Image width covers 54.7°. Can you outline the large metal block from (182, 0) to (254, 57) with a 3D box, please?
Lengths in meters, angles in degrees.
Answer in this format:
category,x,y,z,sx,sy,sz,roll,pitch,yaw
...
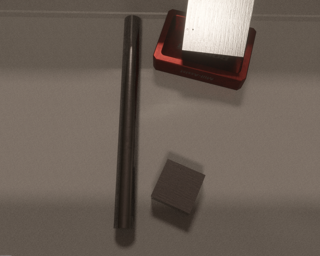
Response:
category,x,y,z,sx,sy,sz,roll,pitch,yaw
large metal block,0.075,-0.142,0.415,0.080,0.050,0.079,7,108,2

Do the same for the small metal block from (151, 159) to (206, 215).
category,x,y,z,sx,sy,sz,roll,pitch,yaw
small metal block,0.022,0.073,0.383,0.050,0.025,0.050,23,71,8

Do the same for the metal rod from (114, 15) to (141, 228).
category,x,y,z,sx,sy,sz,roll,pitch,yaw
metal rod,-0.042,-0.022,0.417,0.025,0.025,0.299,0,70,0

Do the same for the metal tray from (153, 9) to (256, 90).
category,x,y,z,sx,sy,sz,roll,pitch,yaw
metal tray,0.064,-0.114,0.449,0.131,0.030,0.090,15,71,5
